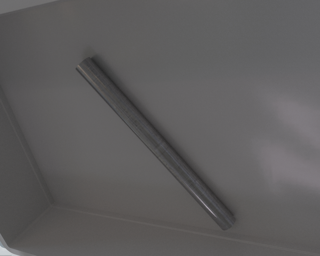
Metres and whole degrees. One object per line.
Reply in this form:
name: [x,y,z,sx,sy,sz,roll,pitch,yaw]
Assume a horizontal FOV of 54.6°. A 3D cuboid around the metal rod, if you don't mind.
metal rod: [-0.002,0.025,0.425,0.300,0.025,0.025,48,129,-6]
